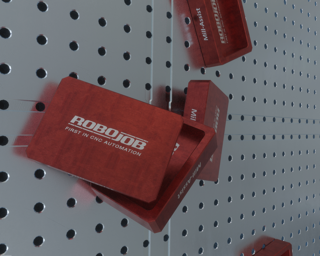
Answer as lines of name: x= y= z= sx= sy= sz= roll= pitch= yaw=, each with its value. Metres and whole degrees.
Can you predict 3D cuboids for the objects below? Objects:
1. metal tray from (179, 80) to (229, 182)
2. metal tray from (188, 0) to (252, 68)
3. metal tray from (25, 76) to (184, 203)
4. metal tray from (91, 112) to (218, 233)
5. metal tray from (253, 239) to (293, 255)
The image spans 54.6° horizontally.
metal tray: x=0.062 y=0.007 z=0.437 sx=0.090 sy=0.030 sz=0.129 roll=23 pitch=75 yaw=-59
metal tray: x=0.094 y=-0.170 z=0.482 sx=0.091 sy=0.030 sz=0.129 roll=-29 pitch=108 yaw=-36
metal tray: x=-0.052 y=0.011 z=0.311 sx=0.130 sy=0.030 sz=0.090 roll=19 pitch=73 yaw=4
metal tray: x=-0.004 y=0.041 z=0.358 sx=0.130 sy=0.090 sz=0.030 roll=-51 pitch=147 yaw=-26
metal tray: x=0.218 y=0.290 z=0.586 sx=0.091 sy=0.030 sz=0.129 roll=-12 pitch=98 yaw=-39
